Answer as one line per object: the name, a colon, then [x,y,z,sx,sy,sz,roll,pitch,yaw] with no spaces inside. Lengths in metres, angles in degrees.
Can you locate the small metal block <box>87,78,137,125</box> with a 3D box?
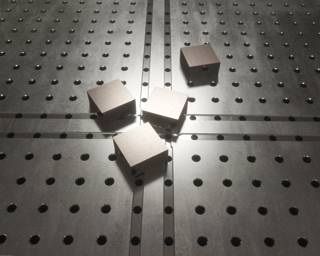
small metal block: [-0.068,-0.038,0.439,0.050,0.025,0.050,-26,55,-20]

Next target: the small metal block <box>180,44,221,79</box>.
small metal block: [0.063,-0.108,0.499,0.050,0.025,0.050,-10,51,-9]

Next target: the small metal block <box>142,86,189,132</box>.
small metal block: [0.008,-0.028,0.431,0.050,0.025,0.050,15,52,12]

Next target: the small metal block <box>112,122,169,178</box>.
small metal block: [-0.024,0.026,0.385,0.050,0.025,0.050,-24,54,-19]
